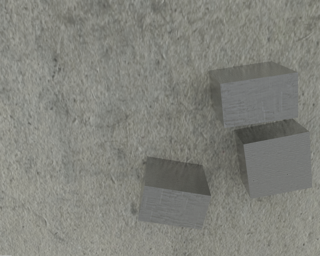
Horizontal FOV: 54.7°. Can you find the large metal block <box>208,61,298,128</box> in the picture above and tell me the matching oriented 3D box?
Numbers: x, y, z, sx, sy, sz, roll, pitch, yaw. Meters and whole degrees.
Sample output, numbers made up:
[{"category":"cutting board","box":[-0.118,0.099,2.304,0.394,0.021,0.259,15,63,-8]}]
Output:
[{"category":"large metal block","box":[0.106,-0.043,0.366,0.080,0.080,0.050,-8,110,2]}]

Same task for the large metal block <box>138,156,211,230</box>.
[{"category":"large metal block","box":[0.017,0.083,0.412,0.081,0.080,0.050,10,110,-4]}]

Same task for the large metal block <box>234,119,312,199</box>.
[{"category":"large metal block","box":[0.150,0.040,0.413,0.080,0.050,0.079,-11,110,4]}]
